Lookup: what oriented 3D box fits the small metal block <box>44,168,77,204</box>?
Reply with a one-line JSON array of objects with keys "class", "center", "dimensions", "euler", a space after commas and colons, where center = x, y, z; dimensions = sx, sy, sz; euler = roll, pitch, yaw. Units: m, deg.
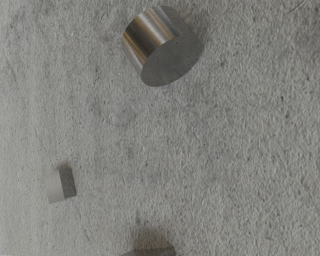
[{"class": "small metal block", "center": [-0.177, 0.103, 0.547], "dimensions": [0.050, 0.025, 0.050], "euler": [-25, 75, 37]}]

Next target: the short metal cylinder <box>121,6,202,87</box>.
[{"class": "short metal cylinder", "center": [0.002, -0.094, 0.366], "dimensions": [0.080, 0.081, 0.050], "euler": [-46, 63, 30]}]

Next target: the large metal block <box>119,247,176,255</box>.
[{"class": "large metal block", "center": [-0.018, 0.205, 0.402], "dimensions": [0.080, 0.050, 0.080], "euler": [-21, 77, 37]}]
